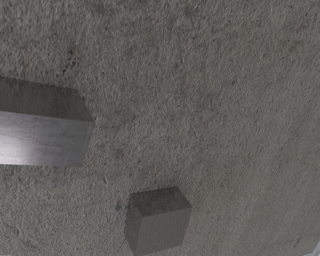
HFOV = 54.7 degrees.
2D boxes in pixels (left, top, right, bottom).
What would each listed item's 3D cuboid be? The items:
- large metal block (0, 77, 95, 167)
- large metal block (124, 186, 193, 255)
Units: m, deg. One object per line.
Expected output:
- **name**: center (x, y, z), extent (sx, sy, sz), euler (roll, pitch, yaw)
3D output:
- **large metal block**: center (-0.119, -0.007, 0.302), extent (0.081, 0.080, 0.050), euler (7, 115, -32)
- **large metal block**: center (-0.005, 0.142, 0.476), extent (0.081, 0.050, 0.079), euler (-4, 120, -27)
